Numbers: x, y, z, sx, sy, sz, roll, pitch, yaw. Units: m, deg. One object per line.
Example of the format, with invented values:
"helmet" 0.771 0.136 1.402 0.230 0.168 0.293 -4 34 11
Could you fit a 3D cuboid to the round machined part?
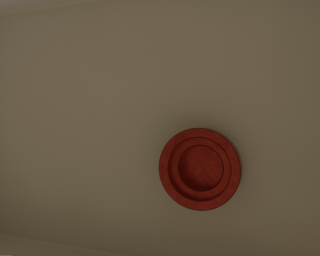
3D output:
"round machined part" 0.052 0.049 0.383 0.098 0.042 0.097 0 90 19
